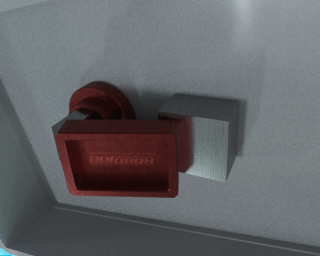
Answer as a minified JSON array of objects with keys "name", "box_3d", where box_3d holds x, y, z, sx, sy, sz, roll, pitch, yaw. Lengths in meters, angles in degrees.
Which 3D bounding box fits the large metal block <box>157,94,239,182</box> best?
[{"name":"large metal block","box_3d":[0.047,0.010,0.369,0.080,0.050,0.079,9,123,23]}]

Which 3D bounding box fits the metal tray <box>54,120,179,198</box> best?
[{"name":"metal tray","box_3d":[-0.045,0.036,0.357,0.131,0.030,0.089,0,121,6]}]

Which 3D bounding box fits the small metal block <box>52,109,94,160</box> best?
[{"name":"small metal block","box_3d":[-0.107,0.010,0.397,0.025,0.050,0.050,12,123,21]}]

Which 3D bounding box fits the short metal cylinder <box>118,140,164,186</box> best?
[{"name":"short metal cylinder","box_3d":[-0.027,0.048,0.418,0.080,0.050,0.079,6,132,7]}]

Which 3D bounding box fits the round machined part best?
[{"name":"round machined part","box_3d":[-0.087,-0.012,0.432,0.098,0.042,0.097,13,124,20]}]
